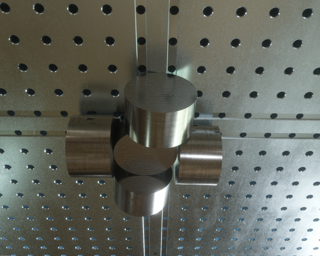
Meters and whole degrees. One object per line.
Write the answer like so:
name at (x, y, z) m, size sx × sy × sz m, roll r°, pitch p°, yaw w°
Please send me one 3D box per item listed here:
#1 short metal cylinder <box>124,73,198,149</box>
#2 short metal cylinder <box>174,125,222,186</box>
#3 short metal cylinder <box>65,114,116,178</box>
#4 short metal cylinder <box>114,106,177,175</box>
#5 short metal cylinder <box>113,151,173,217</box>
short metal cylinder at (0.000, -0.022, 0.356) m, size 0.081 × 0.080 × 0.050 m, roll 2°, pitch 130°, yaw -2°
short metal cylinder at (0.047, 0.035, 0.406) m, size 0.050 × 0.080 × 0.079 m, roll 3°, pitch 130°, yaw -3°
short metal cylinder at (-0.084, 0.023, 0.394) m, size 0.050 × 0.080 × 0.079 m, roll 1°, pitch 130°, yaw -2°
short metal cylinder at (-0.019, 0.017, 0.410) m, size 0.081 × 0.050 × 0.079 m, roll -1°, pitch 130°, yaw -1°
short metal cylinder at (-0.025, 0.077, 0.439) m, size 0.081 × 0.080 × 0.050 m, roll 5°, pitch 130°, yaw -4°
